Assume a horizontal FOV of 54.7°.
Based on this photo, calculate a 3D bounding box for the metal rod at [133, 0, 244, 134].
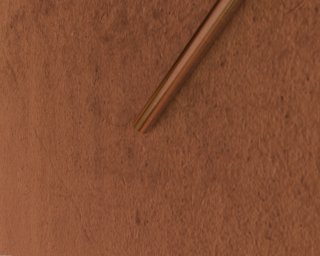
[{"bbox_3d":[0.053,-0.108,0.359,0.025,0.025,0.298,51,119,27],"label":"metal rod"}]
